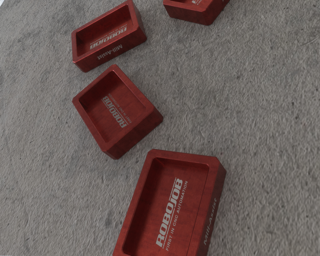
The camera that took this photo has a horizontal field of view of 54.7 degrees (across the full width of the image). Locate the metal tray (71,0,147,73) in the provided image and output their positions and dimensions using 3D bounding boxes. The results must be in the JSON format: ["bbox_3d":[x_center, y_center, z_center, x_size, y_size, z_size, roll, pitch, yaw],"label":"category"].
[{"bbox_3d":[-0.094,-0.163,0.549,0.130,0.030,0.090,-24,53,13],"label":"metal tray"}]

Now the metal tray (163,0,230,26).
[{"bbox_3d":[0.077,-0.231,0.501,0.090,0.030,0.130,29,77,37],"label":"metal tray"}]

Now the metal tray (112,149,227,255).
[{"bbox_3d":[0.012,0.091,0.337,0.090,0.030,0.130,5,64,30],"label":"metal tray"}]

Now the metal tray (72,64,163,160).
[{"bbox_3d":[-0.066,-0.028,0.451,0.090,0.030,0.130,-41,51,0],"label":"metal tray"}]
